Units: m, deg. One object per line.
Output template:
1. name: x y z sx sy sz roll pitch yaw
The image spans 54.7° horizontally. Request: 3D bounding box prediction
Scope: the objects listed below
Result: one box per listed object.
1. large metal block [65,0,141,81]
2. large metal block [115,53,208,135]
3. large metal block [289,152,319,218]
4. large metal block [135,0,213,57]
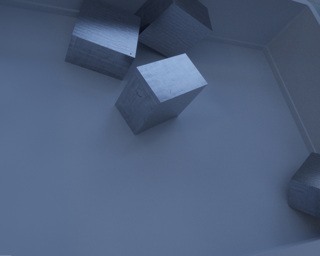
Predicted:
1. large metal block: -0.076 -0.122 0.423 0.081 0.050 0.080 17 55 -19
2. large metal block: 0.000 -0.043 0.396 0.081 0.080 0.050 -25 76 -37
3. large metal block: 0.241 0.085 0.441 0.080 0.050 0.081 17 37 40
4. large metal block: 0.018 -0.157 0.463 0.080 0.080 0.050 20 52 -38
